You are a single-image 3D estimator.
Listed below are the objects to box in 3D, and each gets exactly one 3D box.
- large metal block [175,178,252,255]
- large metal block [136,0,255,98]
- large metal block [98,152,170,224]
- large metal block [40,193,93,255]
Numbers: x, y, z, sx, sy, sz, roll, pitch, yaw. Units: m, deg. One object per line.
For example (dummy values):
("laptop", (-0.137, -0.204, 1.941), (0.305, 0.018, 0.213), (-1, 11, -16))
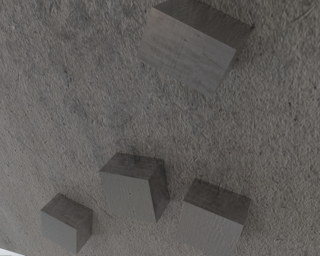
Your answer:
("large metal block", (0.073, 0.127, 0.431), (0.080, 0.050, 0.079), (19, 126, 17))
("large metal block", (0.036, -0.083, 0.301), (0.080, 0.080, 0.050), (30, 128, 9))
("large metal block", (-0.036, 0.088, 0.464), (0.080, 0.050, 0.079), (6, 121, 25))
("large metal block", (-0.179, 0.185, 0.600), (0.080, 0.050, 0.079), (22, 127, 14))
